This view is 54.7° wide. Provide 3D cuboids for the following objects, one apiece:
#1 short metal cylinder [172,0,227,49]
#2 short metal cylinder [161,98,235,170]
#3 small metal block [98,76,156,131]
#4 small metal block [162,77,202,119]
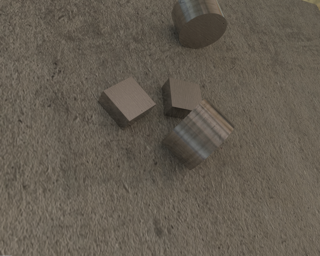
[{"bbox_3d":[0.064,-0.178,0.514,0.081,0.080,0.050,0,62,-29],"label":"short metal cylinder"},{"bbox_3d":[0.047,0.007,0.391,0.050,0.080,0.080,45,51,2],"label":"short metal cylinder"},{"bbox_3d":[-0.043,-0.033,0.402,0.050,0.025,0.050,49,51,6],"label":"small metal block"},{"bbox_3d":[0.032,-0.041,0.448,0.050,0.025,0.050,10,58,-24],"label":"small metal block"}]
